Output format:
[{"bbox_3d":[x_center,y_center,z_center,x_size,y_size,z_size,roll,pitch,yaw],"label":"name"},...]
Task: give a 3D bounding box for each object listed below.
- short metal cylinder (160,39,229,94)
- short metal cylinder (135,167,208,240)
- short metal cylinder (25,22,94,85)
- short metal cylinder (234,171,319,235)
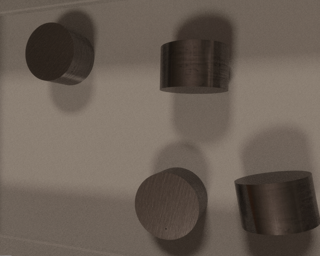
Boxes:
[{"bbox_3d":[0.041,-0.069,0.366,0.080,0.080,0.050,2,91,19],"label":"short metal cylinder"},{"bbox_3d":[0.015,0.093,0.391,0.080,0.050,0.079,0,90,19],"label":"short metal cylinder"},{"bbox_3d":[-0.143,-0.104,0.446,0.080,0.050,0.079,0,90,19],"label":"short metal cylinder"},{"bbox_3d":[0.126,0.078,0.337,0.080,0.080,0.050,-10,87,19],"label":"short metal cylinder"}]
